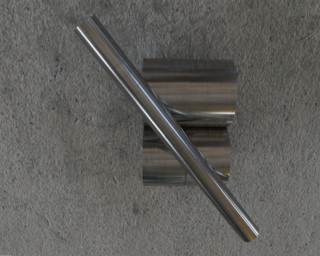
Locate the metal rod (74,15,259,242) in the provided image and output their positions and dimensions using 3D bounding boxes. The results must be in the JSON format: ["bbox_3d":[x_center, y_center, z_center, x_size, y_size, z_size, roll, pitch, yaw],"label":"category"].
[{"bbox_3d":[0.019,0.015,0.331,0.025,0.025,0.300,-35,107,12],"label":"metal rod"}]

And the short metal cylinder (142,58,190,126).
[{"bbox_3d":[0.006,-0.042,0.366,0.050,0.080,0.079,1,110,0],"label":"short metal cylinder"}]

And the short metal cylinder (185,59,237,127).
[{"bbox_3d":[0.056,-0.041,0.367,0.050,0.080,0.079,1,110,0],"label":"short metal cylinder"}]

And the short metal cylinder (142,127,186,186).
[{"bbox_3d":[0.005,0.034,0.394,0.050,0.080,0.079,1,110,0],"label":"short metal cylinder"}]

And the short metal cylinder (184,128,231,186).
[{"bbox_3d":[0.056,0.033,0.395,0.050,0.080,0.079,1,110,0],"label":"short metal cylinder"}]
